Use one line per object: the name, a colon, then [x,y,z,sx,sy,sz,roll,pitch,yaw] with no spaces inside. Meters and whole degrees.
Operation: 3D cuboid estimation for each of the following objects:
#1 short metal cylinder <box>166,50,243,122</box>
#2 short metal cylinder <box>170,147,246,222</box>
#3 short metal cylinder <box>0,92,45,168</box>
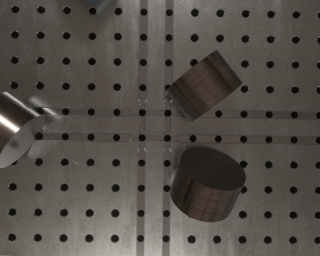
short metal cylinder: [0.055,-0.051,0.387,0.080,0.080,0.050,-38,90,0]
short metal cylinder: [0.058,0.067,0.380,0.080,0.080,0.050,14,120,-1]
short metal cylinder: [-0.191,0.002,0.383,0.050,0.080,0.080,36,90,-1]
